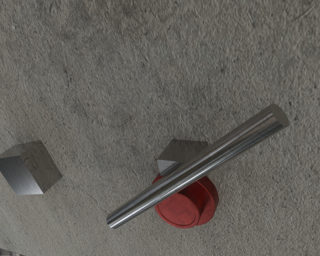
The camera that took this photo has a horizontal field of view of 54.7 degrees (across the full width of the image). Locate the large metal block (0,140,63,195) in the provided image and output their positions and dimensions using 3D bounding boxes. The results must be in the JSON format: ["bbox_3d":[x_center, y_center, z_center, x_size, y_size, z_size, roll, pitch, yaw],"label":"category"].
[{"bbox_3d":[-0.239,0.073,0.562,0.080,0.050,0.080,-10,114,32],"label":"large metal block"}]

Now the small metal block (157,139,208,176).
[{"bbox_3d":[0.031,0.039,0.399,0.050,0.050,0.025,3,120,26],"label":"small metal block"}]

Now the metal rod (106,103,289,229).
[{"bbox_3d":[0.019,0.064,0.371,0.025,0.025,0.299,46,129,-4],"label":"metal rod"}]

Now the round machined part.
[{"bbox_3d":[0.031,0.104,0.444,0.098,0.042,0.097,13,124,21],"label":"round machined part"}]
